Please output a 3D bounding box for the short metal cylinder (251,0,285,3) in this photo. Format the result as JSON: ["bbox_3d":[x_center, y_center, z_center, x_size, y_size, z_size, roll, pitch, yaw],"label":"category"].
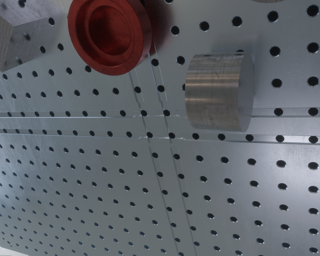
[{"bbox_3d":[0.096,-0.148,0.253,0.080,0.050,0.079,13,124,21],"label":"short metal cylinder"}]

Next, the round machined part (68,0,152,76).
[{"bbox_3d":[-0.053,-0.114,0.358,0.098,0.042,0.097,13,124,21],"label":"round machined part"}]

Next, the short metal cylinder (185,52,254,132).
[{"bbox_3d":[0.064,-0.037,0.319,0.050,0.080,0.079,4,120,26],"label":"short metal cylinder"}]

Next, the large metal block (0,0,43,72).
[{"bbox_3d":[-0.220,-0.139,0.425,0.080,0.050,0.080,40,129,0],"label":"large metal block"}]
